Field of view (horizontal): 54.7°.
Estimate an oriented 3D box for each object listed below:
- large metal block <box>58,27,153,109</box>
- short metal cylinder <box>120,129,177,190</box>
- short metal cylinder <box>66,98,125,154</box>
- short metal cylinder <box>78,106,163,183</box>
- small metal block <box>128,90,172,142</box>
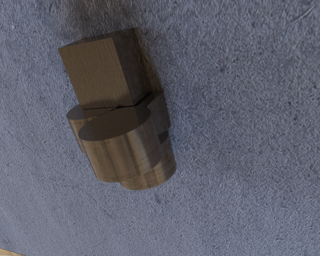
[{"bbox_3d":[-0.065,-0.072,0.383,0.080,0.050,0.080,-2,118,29],"label":"large metal block"},{"bbox_3d":[-0.023,0.037,0.408,0.080,0.080,0.050,0,118,28],"label":"short metal cylinder"},{"bbox_3d":[-0.075,-0.007,0.409,0.080,0.080,0.050,-2,117,29],"label":"short metal cylinder"},{"bbox_3d":[-0.042,0.015,0.340,0.080,0.080,0.050,-2,117,29],"label":"short metal cylinder"},{"bbox_3d":[-0.011,-0.015,0.391,0.025,0.050,0.050,1,119,28],"label":"small metal block"}]
